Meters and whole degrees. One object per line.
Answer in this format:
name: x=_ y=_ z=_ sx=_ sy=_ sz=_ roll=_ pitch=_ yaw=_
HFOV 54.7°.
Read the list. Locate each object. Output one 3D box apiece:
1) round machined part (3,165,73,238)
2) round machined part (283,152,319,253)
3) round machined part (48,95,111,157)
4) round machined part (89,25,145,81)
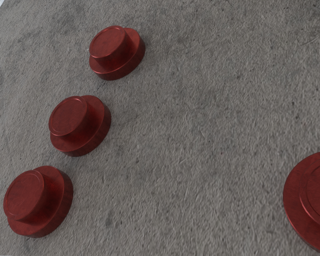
round machined part: x=-0.172 y=0.096 z=0.425 sx=0.098 sy=0.042 sz=0.098 roll=-13 pitch=56 yaw=21
round machined part: x=0.160 y=0.062 z=0.271 sx=0.098 sy=0.042 sz=0.098 roll=-13 pitch=56 yaw=21
round machined part: x=-0.127 y=-0.009 z=0.466 sx=0.098 sy=0.042 sz=0.098 roll=-13 pitch=56 yaw=21
round machined part: x=-0.077 y=-0.130 z=0.514 sx=0.098 sy=0.042 sz=0.098 roll=-13 pitch=56 yaw=21
